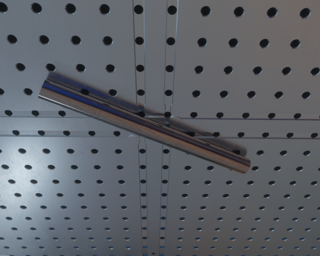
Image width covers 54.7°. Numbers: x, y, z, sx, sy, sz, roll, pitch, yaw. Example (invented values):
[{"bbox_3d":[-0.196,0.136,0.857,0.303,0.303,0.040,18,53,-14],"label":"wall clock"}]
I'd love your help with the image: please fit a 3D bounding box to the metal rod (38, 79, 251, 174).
[{"bbox_3d":[-0.007,0.005,0.416,0.302,0.025,0.025,21,127,-18],"label":"metal rod"}]
